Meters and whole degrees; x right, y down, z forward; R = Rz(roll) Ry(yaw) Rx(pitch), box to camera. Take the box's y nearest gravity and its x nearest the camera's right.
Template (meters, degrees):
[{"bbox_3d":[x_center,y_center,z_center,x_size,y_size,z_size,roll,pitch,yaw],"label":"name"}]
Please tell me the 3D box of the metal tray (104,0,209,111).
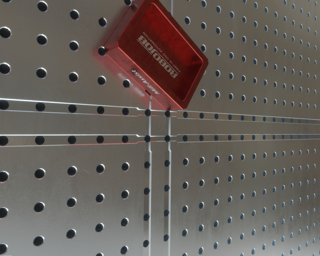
[{"bbox_3d":[0.002,-0.094,0.405,0.130,0.030,0.090,41,65,-32],"label":"metal tray"}]
